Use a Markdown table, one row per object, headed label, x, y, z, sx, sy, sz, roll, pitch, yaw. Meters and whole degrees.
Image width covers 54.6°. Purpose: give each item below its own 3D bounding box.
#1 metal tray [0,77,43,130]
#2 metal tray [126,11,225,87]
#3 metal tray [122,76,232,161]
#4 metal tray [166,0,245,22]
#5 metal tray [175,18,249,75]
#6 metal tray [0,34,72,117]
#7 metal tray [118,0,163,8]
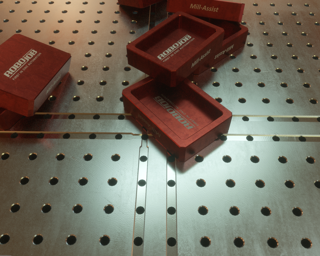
| label | x | y | z | sx | sy | sz | roll | pitch | yaw |
| --- | --- | --- | --- | --- | --- | --- | --- | --- | --- |
| metal tray | -0.244 | -0.058 | 0.451 | 0.130 | 0.030 | 0.090 | 21 | 53 | 17 |
| metal tray | 0.025 | -0.123 | 0.468 | 0.090 | 0.030 | 0.131 | 32 | 57 | 24 |
| metal tray | 0.021 | -0.025 | 0.425 | 0.091 | 0.030 | 0.130 | -32 | 57 | -24 |
| metal tray | 0.085 | -0.219 | 0.563 | 0.130 | 0.030 | 0.090 | 12 | 23 | 10 |
| metal tray | 0.075 | -0.151 | 0.531 | 0.131 | 0.030 | 0.090 | -35 | 58 | -26 |
| metal tray | -0.194 | -0.079 | 0.439 | 0.090 | 0.030 | 0.130 | 21 | 41 | -5 |
| metal tray | -0.012 | -0.280 | 0.623 | 0.131 | 0.030 | 0.090 | -31 | 39 | -24 |
